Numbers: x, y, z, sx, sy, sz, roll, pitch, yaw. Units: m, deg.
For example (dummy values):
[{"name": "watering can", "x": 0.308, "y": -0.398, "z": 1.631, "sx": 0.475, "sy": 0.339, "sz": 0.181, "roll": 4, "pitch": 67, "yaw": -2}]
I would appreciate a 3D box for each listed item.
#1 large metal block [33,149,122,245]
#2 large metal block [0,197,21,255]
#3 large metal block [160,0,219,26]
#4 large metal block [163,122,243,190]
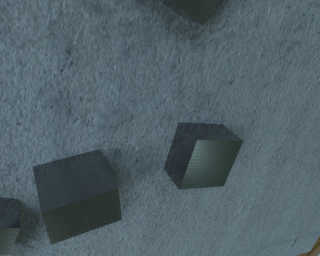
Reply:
[{"name": "large metal block", "x": -0.098, "y": 0.077, "z": 0.366, "sx": 0.081, "sy": 0.080, "sz": 0.050, "roll": -14, "pitch": 125, "yaw": -21}, {"name": "large metal block", "x": -0.215, "y": 0.124, "z": 0.350, "sx": 0.081, "sy": 0.050, "sz": 0.080, "roll": 17, "pitch": 110, "yaw": -35}, {"name": "large metal block", "x": 0.026, "y": -0.162, "z": 0.306, "sx": 0.080, "sy": 0.050, "sz": 0.080, "roll": 23, "pitch": 106, "yaw": -37}, {"name": "large metal block", "x": 0.061, "y": 0.040, "z": 0.451, "sx": 0.081, "sy": 0.050, "sz": 0.079, "roll": 2, "pitch": 117, "yaw": -30}]
